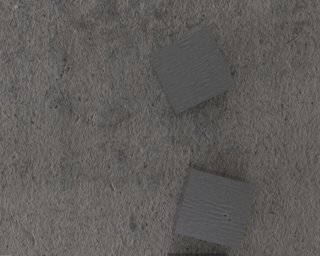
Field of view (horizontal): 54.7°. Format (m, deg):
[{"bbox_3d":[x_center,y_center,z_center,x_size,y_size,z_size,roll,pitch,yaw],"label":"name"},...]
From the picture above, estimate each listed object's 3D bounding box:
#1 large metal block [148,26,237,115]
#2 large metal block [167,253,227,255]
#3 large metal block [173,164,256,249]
[{"bbox_3d":[0.039,-0.070,0.398,0.080,0.050,0.080,-25,90,0],"label":"large metal block"},{"bbox_3d":[0.050,0.211,0.398,0.081,0.050,0.079,0,90,0],"label":"large metal block"},{"bbox_3d":[0.067,0.098,0.398,0.080,0.050,0.080,15,90,0],"label":"large metal block"}]
